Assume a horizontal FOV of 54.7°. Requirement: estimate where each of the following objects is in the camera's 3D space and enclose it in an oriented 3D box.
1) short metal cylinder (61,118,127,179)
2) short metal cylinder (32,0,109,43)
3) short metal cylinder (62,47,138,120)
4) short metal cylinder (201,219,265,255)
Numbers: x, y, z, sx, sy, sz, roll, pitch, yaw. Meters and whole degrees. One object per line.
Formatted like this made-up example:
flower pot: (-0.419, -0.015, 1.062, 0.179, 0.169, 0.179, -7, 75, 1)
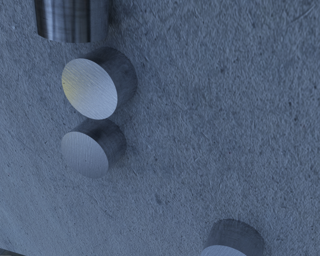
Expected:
short metal cylinder: (-0.097, 0.028, 0.459, 0.080, 0.050, 0.079, 13, 124, 21)
short metal cylinder: (-0.097, -0.132, 0.341, 0.080, 0.080, 0.050, 20, 126, 17)
short metal cylinder: (-0.076, -0.058, 0.395, 0.080, 0.050, 0.079, 13, 124, 21)
short metal cylinder: (0.105, 0.179, 0.446, 0.080, 0.050, 0.079, 13, 124, 21)
